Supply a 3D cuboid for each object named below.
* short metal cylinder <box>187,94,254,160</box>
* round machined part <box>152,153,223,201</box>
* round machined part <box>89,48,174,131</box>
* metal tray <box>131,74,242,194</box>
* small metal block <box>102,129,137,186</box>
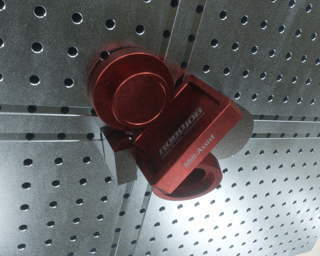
[{"bbox_3d":[0.082,-0.003,0.433,0.081,0.050,0.079,-14,124,-21],"label":"short metal cylinder"},{"bbox_3d":[0.035,0.061,0.437,0.099,0.042,0.097,-7,140,-5],"label":"round machined part"},{"bbox_3d":[-0.028,-0.038,0.356,0.099,0.042,0.097,-14,124,-21],"label":"round machined part"},{"bbox_3d":[0.025,0.004,0.380,0.130,0.090,0.030,-48,129,5],"label":"metal tray"},{"bbox_3d":[-0.050,0.034,0.383,0.025,0.050,0.050,-14,125,-21],"label":"small metal block"}]
